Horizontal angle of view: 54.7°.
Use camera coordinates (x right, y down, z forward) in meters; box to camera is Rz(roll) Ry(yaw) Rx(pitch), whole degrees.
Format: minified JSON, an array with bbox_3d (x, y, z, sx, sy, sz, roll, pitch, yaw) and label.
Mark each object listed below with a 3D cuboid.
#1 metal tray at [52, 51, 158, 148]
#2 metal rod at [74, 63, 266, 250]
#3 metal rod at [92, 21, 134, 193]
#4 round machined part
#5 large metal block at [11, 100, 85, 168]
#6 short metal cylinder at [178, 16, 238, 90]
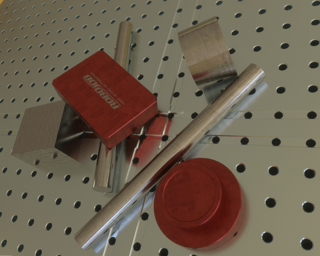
[{"bbox_3d":[-0.077,-0.044,0.436,0.090,0.030,0.130,-39,65,-18],"label":"metal tray"},{"bbox_3d":[0.014,0.033,0.379,0.300,0.025,0.025,-44,51,-3],"label":"metal rod"},{"bbox_3d":[-0.067,-0.050,0.472,0.025,0.025,0.299,-10,57,22],"label":"metal rod"},{"bbox_3d":[0.037,0.076,0.330,0.098,0.042,0.098,-13,56,20],"label":"round machined part"},{"bbox_3d":[-0.166,0.010,0.471,0.080,0.050,0.080,-10,57,22],"label":"large metal block"},{"bbox_3d":[0.062,-0.095,0.398,0.050,0.080,0.080,-20,54,16],"label":"short metal cylinder"}]
